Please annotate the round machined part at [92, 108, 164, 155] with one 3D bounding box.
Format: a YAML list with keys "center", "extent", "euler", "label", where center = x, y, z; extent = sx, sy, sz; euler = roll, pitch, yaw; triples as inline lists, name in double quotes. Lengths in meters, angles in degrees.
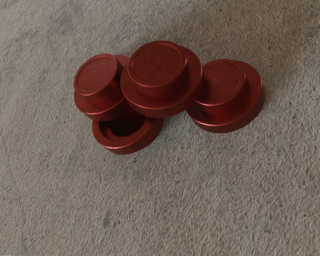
- center: [-0.038, -0.008, 0.418]
  extent: [0.098, 0.042, 0.098]
  euler: [-13, 56, 20]
  label: "round machined part"

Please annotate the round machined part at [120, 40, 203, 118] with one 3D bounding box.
- center: [0.000, -0.064, 0.365]
  extent: [0.098, 0.042, 0.098]
  euler: [-5, 60, 10]
  label: "round machined part"

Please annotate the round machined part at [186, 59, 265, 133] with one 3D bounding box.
- center: [0.075, -0.046, 0.382]
  extent: [0.098, 0.042, 0.098]
  euler: [-13, 56, 20]
  label: "round machined part"

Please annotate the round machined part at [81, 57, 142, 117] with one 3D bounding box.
- center: [-0.082, -0.070, 0.477]
  extent: [0.098, 0.042, 0.098]
  euler: [-13, 56, 20]
  label: "round machined part"

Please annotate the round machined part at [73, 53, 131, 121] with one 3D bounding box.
- center: [-0.075, -0.061, 0.415]
  extent: [0.098, 0.042, 0.098]
  euler: [-13, 56, 20]
  label: "round machined part"
